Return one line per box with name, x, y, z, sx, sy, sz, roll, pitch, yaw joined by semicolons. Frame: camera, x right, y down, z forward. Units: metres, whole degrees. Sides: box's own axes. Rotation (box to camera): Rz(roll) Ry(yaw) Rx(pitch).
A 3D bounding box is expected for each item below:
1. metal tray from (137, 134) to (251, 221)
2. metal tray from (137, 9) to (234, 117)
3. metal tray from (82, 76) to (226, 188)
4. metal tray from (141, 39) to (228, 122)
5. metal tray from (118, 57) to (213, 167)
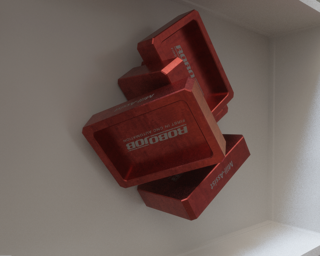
metal tray;0.045;0.055;0.402;0.131;0.090;0.030;-40;115;-33
metal tray;0.038;-0.071;0.396;0.090;0.030;0.130;-44;116;-31
metal tray;-0.006;0.010;0.334;0.090;0.130;0.030;60;25;-23
metal tray;0.039;-0.055;0.438;0.090;0.030;0.130;-41;114;-31
metal tray;0.014;-0.015;0.374;0.030;0.090;0.130;-45;117;-31
